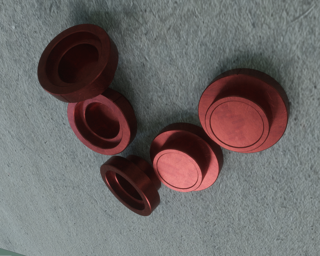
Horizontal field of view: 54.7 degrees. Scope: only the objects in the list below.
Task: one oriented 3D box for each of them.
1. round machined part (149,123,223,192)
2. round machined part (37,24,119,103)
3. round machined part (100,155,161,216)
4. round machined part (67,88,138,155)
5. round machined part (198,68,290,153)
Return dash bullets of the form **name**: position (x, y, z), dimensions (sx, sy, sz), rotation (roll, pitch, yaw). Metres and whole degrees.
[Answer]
- **round machined part**: position (0.030, 0.045, 0.408), dimensions (0.098, 0.042, 0.097), rotation (13, 124, 21)
- **round machined part**: position (-0.094, -0.074, 0.377), dimensions (0.098, 0.098, 0.042), rotation (8, 161, 24)
- **round machined part**: position (-0.037, 0.078, 0.451), dimensions (0.098, 0.042, 0.097), rotation (30, 144, 25)
- **round machined part**: position (-0.074, -0.014, 0.426), dimensions (0.098, 0.042, 0.097), rotation (13, 124, 21)
- **round machined part**: position (0.088, -0.013, 0.341), dimensions (0.098, 0.042, 0.097), rotation (13, 124, 21)
